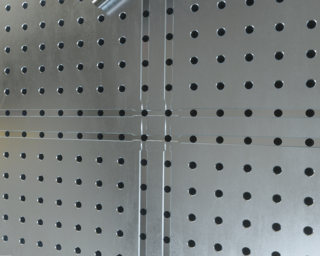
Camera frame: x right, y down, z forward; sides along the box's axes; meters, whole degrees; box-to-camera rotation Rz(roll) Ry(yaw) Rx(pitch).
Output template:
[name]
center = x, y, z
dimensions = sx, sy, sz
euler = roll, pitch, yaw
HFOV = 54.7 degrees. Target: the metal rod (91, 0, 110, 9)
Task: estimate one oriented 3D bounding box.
[metal rod]
center = 0.026, -0.260, 0.402
dimensions = 0.300, 0.025, 0.025
euler = -33, 80, 16
